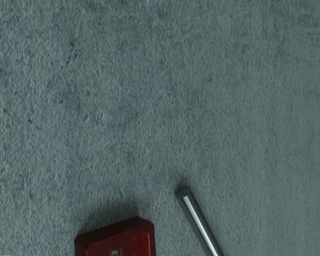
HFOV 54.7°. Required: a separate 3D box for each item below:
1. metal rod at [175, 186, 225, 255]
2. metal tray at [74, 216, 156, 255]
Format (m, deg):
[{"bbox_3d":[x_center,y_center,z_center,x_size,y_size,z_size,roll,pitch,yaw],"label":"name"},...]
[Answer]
[{"bbox_3d":[0.095,0.214,0.484,0.025,0.025,0.299,-41,115,-32],"label":"metal rod"},{"bbox_3d":[-0.047,0.180,0.362,0.091,0.030,0.129,-6,94,-40],"label":"metal tray"}]
